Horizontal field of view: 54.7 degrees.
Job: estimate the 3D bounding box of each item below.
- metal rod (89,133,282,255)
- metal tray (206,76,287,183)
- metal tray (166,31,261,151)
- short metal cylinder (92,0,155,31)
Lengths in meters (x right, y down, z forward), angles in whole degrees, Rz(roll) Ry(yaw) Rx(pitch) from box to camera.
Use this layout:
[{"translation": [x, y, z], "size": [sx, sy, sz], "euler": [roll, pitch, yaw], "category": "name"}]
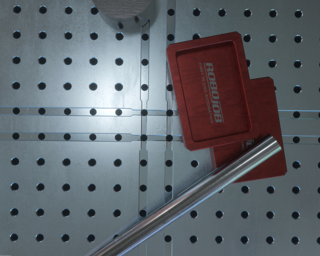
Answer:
[{"translation": [0.018, 0.104, 0.392], "size": [0.300, 0.025, 0.025], "euler": [-36, 90, 8], "category": "metal rod"}, {"translation": [0.110, 0.003, 0.412], "size": [0.091, 0.030, 0.129], "euler": [-9, 90, 0], "category": "metal tray"}, {"translation": [0.063, -0.044, 0.380], "size": [0.091, 0.030, 0.129], "euler": [-11, 90, 0], "category": "metal tray"}, {"translation": [-0.046, -0.173, 0.400], "size": [0.081, 0.050, 0.079], "euler": [0, 90, 0], "category": "short metal cylinder"}]
